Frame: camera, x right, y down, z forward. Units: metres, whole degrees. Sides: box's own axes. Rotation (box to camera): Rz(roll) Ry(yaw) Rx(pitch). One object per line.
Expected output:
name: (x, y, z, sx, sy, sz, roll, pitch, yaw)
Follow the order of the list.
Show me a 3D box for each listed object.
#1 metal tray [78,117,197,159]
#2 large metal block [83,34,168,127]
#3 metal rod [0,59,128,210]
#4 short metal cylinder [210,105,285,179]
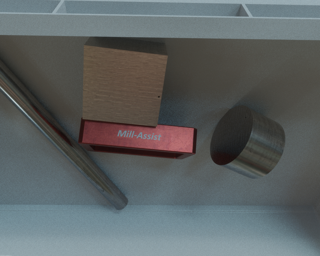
metal tray: (-0.028, 0.016, 0.385, 0.131, 0.030, 0.090, 6, 170, -6)
large metal block: (-0.038, -0.052, 0.338, 0.081, 0.050, 0.079, 6, 118, -6)
metal rod: (-0.129, 0.023, 0.426, 0.025, 0.025, 0.299, -21, 128, 16)
short metal cylinder: (0.108, 0.018, 0.390, 0.050, 0.080, 0.080, 24, 126, -19)
